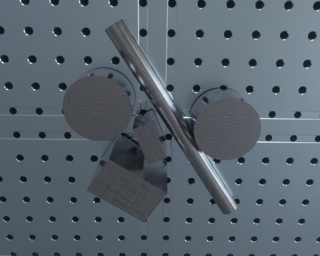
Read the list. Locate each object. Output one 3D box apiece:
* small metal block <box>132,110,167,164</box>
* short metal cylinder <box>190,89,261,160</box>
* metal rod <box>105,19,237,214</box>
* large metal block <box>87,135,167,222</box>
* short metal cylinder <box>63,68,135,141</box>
[{"bbox_3d":[-0.012,0.010,0.399,0.025,0.050,0.050,-20,109,7],"label":"small metal block"},{"bbox_3d":[0.081,-0.006,0.395,0.081,0.050,0.079,0,110,0],"label":"short metal cylinder"},{"bbox_3d":[0.024,-0.002,0.409,0.025,0.025,0.299,-30,108,10],"label":"metal rod"},{"bbox_3d":[-0.038,0.061,0.401,0.080,0.080,0.050,33,108,-11],"label":"large metal block"},{"bbox_3d":[-0.073,-0.030,0.384,0.081,0.050,0.079,0,110,0],"label":"short metal cylinder"}]
